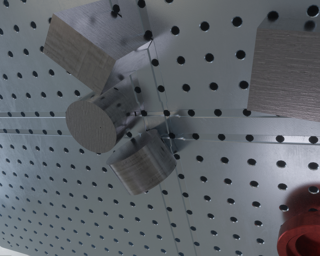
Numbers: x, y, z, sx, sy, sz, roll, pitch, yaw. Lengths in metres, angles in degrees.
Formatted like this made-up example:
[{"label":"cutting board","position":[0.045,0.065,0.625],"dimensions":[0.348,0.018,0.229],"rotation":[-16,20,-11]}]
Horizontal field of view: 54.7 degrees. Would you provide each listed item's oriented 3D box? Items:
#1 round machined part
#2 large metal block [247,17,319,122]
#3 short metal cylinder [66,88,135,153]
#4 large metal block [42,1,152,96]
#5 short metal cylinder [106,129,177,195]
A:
[{"label":"round machined part","position":[0.199,0.142,0.383],"dimensions":[0.098,0.042,0.097],"rotation":[13,124,21]},{"label":"large metal block","position":[0.132,-0.056,0.291],"dimensions":[0.080,0.050,0.079],"rotation":[12,124,22]},{"label":"short metal cylinder","position":[-0.082,-0.012,0.431],"dimensions":[0.080,0.050,0.079],"rotation":[13,124,21]},{"label":"large metal block","position":[-0.069,-0.094,0.354],"dimensions":[0.080,0.080,0.050],"rotation":[37,129,3]},{"label":"short metal cylinder","position":[-0.024,0.045,0.416],"dimensions":[0.080,0.080,0.050],"rotation":[-23,106,36]}]
